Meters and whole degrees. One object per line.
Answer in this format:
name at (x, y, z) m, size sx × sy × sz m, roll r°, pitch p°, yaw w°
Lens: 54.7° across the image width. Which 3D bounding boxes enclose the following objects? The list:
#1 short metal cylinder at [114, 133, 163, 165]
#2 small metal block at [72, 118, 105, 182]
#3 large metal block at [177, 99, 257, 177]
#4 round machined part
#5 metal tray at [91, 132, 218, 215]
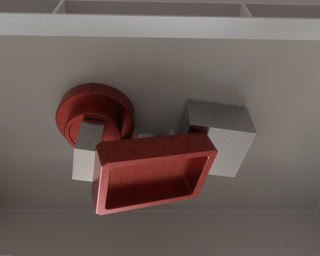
short metal cylinder at (-0.021, 0.051, 0.418) m, size 0.081 × 0.050 × 0.080 m, roll -10°, pitch 144°, yaw -7°
small metal block at (-0.082, 0.025, 0.356) m, size 0.025 × 0.050 × 0.050 m, roll 10°, pitch 130°, yaw -8°
large metal block at (0.067, 0.015, 0.403) m, size 0.081 × 0.050 × 0.079 m, roll 7°, pitch 130°, yaw -7°
round machined part at (-0.082, -0.004, 0.391) m, size 0.099 × 0.042 × 0.097 m, roll -1°, pitch 130°, yaw 0°
metal tray at (-0.008, 0.052, 0.355) m, size 0.131 × 0.030 × 0.089 m, roll -5°, pitch 133°, yaw -22°
